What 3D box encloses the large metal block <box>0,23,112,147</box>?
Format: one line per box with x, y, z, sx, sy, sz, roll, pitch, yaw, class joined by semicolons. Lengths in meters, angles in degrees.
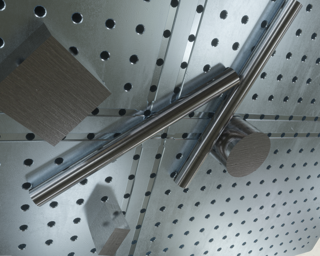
-0.111;-0.042;0.309;0.080;0.050;0.080;-43;130;1;large metal block

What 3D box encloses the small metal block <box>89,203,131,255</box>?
-0.073;0.145;0.445;0.025;0.050;0.050;22;107;-36;small metal block

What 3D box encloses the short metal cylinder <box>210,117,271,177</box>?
0.122;0.029;0.480;0.081;0.050;0.079;-14;124;-21;short metal cylinder

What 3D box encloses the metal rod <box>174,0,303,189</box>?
0.104;-0.039;0.443;0.025;0.025;0.298;19;108;-36;metal rod

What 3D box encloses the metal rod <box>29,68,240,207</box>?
-0.026;0.007;0.401;0.301;0.025;0.025;-32;129;-8;metal rod
